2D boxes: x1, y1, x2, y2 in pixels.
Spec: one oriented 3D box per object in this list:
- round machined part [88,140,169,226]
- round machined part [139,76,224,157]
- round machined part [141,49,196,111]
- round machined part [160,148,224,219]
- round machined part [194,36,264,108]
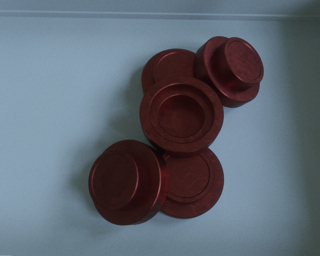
[{"bbox_3d":[-0.042,0.061,0.354,0.098,0.042,0.098,-9,72,28],"label":"round machined part"},{"bbox_3d":[0.025,-0.011,0.380,0.099,0.042,0.098,0,70,-1],"label":"round machined part"},{"bbox_3d":[0.024,-0.068,0.424,0.099,0.042,0.098,0,70,-1],"label":"round machined part"},{"bbox_3d":[0.029,0.059,0.377,0.099,0.042,0.098,0,70,-1],"label":"round machined part"},{"bbox_3d":[0.097,-0.079,0.406,0.099,0.042,0.098,13,64,-28],"label":"round machined part"}]
